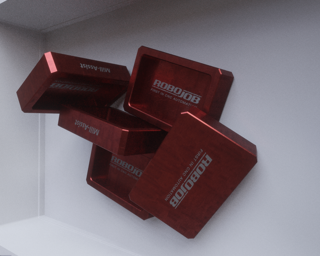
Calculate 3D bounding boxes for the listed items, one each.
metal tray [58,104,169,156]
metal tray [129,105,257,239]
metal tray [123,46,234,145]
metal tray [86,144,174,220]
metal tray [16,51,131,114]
[{"bbox_3d":[-0.060,-0.001,0.408,0.130,0.091,0.030,20,103,38],"label":"metal tray"},{"bbox_3d":[0.034,0.051,0.346,0.090,0.030,0.129,33,114,4],"label":"metal tray"},{"bbox_3d":[0.017,-0.043,0.386,0.130,0.030,0.089,27,106,36],"label":"metal tray"},{"bbox_3d":[-0.047,0.059,0.436,0.130,0.030,0.089,21,103,37],"label":"metal tray"},{"bbox_3d":[-0.113,-0.055,0.425,0.090,0.131,0.030,-37,68,34],"label":"metal tray"}]
